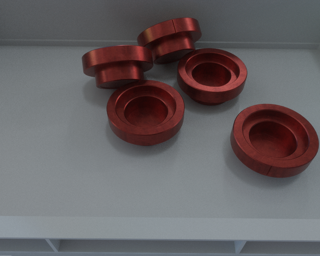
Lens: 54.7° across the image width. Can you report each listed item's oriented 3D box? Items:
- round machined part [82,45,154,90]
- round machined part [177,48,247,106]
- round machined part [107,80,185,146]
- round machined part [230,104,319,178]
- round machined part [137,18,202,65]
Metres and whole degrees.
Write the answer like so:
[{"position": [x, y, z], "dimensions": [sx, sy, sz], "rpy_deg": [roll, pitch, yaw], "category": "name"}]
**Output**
[{"position": [-0.058, -0.082, 0.438], "dimensions": [0.099, 0.098, 0.042], "rpy_deg": [-7, 88, -6], "category": "round machined part"}, {"position": [0.074, -0.071, 0.455], "dimensions": [0.099, 0.042, 0.098], "rpy_deg": [0, 50, 0], "category": "round machined part"}, {"position": [-0.018, -0.015, 0.407], "dimensions": [0.099, 0.042, 0.098], "rpy_deg": [0, 50, 0], "category": "round machined part"}, {"position": [0.136, 0.019, 0.380], "dimensions": [0.099, 0.042, 0.098], "rpy_deg": [0, 50, 0], "category": "round machined part"}, {"position": [0.017, -0.129, 0.479], "dimensions": [0.099, 0.098, 0.042], "rpy_deg": [-15, 89, -13], "category": "round machined part"}]
